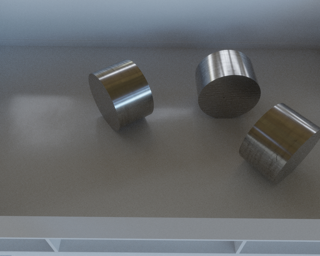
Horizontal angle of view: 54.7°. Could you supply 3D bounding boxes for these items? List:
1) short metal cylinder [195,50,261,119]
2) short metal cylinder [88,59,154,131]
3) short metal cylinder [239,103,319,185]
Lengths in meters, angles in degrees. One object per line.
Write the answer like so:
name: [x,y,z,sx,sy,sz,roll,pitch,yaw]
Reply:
short metal cylinder: [0.090,-0.058,0.419,0.081,0.080,0.050,0,50,-1]
short metal cylinder: [-0.051,-0.043,0.405,0.050,0.080,0.080,-28,56,-22]
short metal cylinder: [0.138,0.018,0.356,0.081,0.080,0.050,-32,57,-24]
